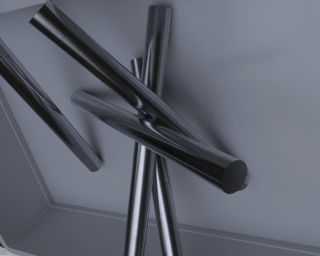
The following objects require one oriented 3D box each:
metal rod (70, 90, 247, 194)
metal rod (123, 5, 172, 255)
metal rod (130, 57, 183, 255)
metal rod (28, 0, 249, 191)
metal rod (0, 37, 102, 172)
[{"bbox_3d":[-0.033,-0.004,0.329,0.300,0.025,0.025,24,134,52],"label":"metal rod"},{"bbox_3d":[-0.016,0.019,0.351,0.025,0.025,0.298,9,98,23],"label":"metal rod"},{"bbox_3d":[0.000,0.065,0.376,0.025,0.025,0.298,-9,91,32],"label":"metal rod"},{"bbox_3d":[0.003,-0.012,0.325,0.025,0.025,0.301,-25,128,37],"label":"metal rod"},{"bbox_3d":[-0.143,-0.024,0.388,0.025,0.025,0.299,9,149,23],"label":"metal rod"}]
